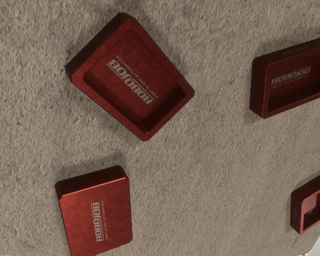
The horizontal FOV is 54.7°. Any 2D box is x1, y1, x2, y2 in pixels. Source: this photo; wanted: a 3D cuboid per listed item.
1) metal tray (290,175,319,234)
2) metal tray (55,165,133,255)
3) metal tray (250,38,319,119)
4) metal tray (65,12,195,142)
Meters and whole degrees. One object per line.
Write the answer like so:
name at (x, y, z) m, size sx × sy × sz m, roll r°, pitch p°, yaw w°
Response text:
metal tray at (0.343, 0.176, 0.704) m, size 0.091 × 0.030 × 0.129 m, roll -27°, pitch 128°, yaw -12°
metal tray at (-0.088, 0.121, 0.432) m, size 0.091 × 0.030 × 0.129 m, roll -14°, pitch 124°, yaw -21°
metal tray at (0.200, -0.075, 0.468) m, size 0.131 × 0.030 × 0.089 m, roll -20°, pitch 126°, yaw -17°
metal tray at (-0.029, -0.052, 0.356) m, size 0.090 × 0.030 × 0.130 m, roll -45°, pitch 130°, yaw 3°
